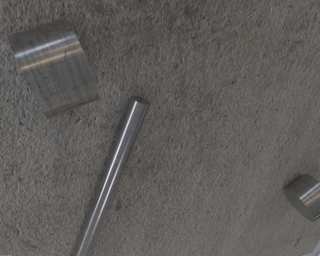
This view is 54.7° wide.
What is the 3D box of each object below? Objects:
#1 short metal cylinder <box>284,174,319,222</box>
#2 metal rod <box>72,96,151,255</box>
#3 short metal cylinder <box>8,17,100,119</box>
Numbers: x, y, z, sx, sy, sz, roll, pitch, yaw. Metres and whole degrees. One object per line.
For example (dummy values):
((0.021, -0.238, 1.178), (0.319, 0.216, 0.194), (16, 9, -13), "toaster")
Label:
((0.296, 0.139, 0.619), (0.050, 0.080, 0.080), (-36, 129, -4), "short metal cylinder")
((-0.077, 0.096, 0.423), (0.025, 0.025, 0.298), (10, 114, -33), "metal rod")
((-0.095, -0.054, 0.286), (0.050, 0.080, 0.080), (-24, 127, -14), "short metal cylinder")
